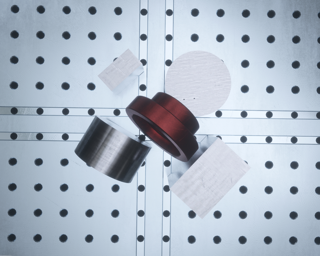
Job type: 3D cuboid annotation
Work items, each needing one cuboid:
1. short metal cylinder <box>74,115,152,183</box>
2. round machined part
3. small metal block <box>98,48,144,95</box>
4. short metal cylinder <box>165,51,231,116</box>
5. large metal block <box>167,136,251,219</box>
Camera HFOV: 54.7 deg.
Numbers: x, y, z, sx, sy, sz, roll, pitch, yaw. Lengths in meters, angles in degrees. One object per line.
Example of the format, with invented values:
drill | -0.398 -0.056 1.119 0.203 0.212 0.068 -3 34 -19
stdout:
short metal cylinder | -0.057 0.026 0.385 0.080 0.080 0.050 31 90 -1
round machined part | 0.009 -0.006 0.377 0.098 0.098 0.042 41 78 -1
small metal block | -0.049 -0.071 0.400 0.050 0.050 0.025 -42 90 0
short metal cylinder | 0.046 -0.054 0.401 0.081 0.050 0.079 0 90 -1
large metal block | 0.056 0.056 0.387 0.050 0.080 0.080 43 90 -1
